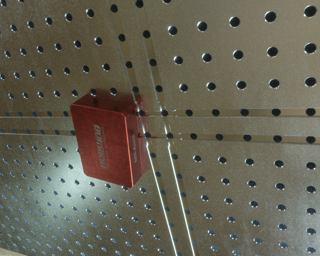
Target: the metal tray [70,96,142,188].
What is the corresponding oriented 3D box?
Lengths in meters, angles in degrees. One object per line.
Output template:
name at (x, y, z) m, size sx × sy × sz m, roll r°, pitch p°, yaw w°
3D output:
metal tray at (-0.078, 0.022, 0.461) m, size 0.090 × 0.030 × 0.129 m, roll 11°, pitch 123°, yaw 22°
